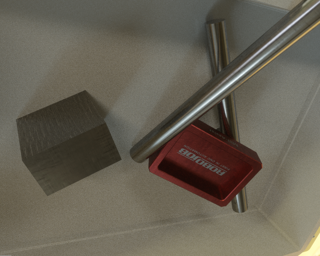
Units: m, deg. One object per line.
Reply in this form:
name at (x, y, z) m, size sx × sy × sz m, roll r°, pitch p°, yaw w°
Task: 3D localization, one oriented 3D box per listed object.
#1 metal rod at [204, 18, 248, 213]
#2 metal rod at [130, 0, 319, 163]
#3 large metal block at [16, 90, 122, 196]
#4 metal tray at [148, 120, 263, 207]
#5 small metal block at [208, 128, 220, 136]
metal rod at (0.098, 0.001, 0.437) m, size 0.025 × 0.025 × 0.298 m, roll -22°, pitch 119°, yaw -15°
metal rod at (0.060, -0.041, 0.329) m, size 0.025 × 0.025 × 0.299 m, roll 17°, pitch 138°, yaw -36°
large metal block at (-0.098, 0.012, 0.328) m, size 0.080 × 0.080 × 0.050 m, roll -26°, pitch 128°, yaw -13°
metal tray at (0.061, 0.047, 0.428) m, size 0.131 × 0.030 × 0.090 m, roll 28°, pitch 114°, yaw -15°
small metal block at (0.095, 0.028, 0.480) m, size 0.050 × 0.025 × 0.050 m, roll -26°, pitch 128°, yaw -13°
